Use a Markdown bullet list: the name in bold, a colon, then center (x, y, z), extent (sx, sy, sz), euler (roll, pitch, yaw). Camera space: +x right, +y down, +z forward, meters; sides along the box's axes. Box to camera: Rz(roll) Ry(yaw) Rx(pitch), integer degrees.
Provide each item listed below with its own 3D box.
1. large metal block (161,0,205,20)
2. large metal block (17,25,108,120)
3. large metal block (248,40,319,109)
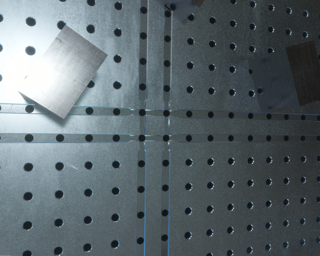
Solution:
- **large metal block**: center (0.032, -0.208, 0.412), extent (0.080, 0.050, 0.080), euler (37, 78, -17)
- **large metal block**: center (-0.108, -0.056, 0.344), extent (0.050, 0.080, 0.080), euler (35, 79, -17)
- **large metal block**: center (0.184, -0.074, 0.453), extent (0.050, 0.080, 0.080), euler (-18, 97, -19)
